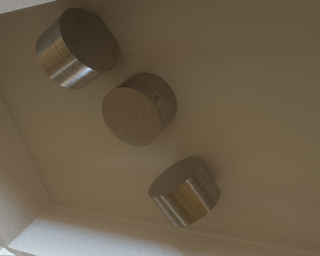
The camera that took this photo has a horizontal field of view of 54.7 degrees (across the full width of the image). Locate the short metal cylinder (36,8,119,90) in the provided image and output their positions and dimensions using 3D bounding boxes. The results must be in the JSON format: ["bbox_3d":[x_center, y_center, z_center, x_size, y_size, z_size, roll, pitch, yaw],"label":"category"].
[{"bbox_3d":[-0.096,-0.092,0.367,0.050,0.080,0.080,-24,105,37],"label":"short metal cylinder"}]

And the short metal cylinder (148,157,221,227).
[{"bbox_3d":[0.032,0.082,0.407,0.080,0.080,0.050,-27,104,37],"label":"short metal cylinder"}]

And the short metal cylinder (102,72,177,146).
[{"bbox_3d":[-0.025,-0.024,0.391,0.080,0.050,0.079,13,124,21],"label":"short metal cylinder"}]
